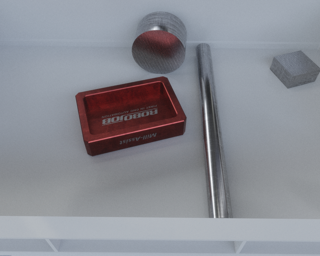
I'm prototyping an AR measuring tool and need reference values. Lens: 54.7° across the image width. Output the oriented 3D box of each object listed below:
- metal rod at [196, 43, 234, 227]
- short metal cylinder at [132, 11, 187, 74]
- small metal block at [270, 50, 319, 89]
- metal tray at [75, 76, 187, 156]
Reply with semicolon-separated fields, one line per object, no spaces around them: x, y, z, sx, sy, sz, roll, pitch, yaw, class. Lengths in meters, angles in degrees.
0.068;-0.016;0.419;0.025;0.025;0.300;1;50;1;metal rod
0.000;-0.131;0.479;0.080;0.080;0.050;5;50;3;short metal cylinder
0.211;-0.092;0.486;0.050;0.025;0.050;-15;52;-13;small metal block
-0.040;-0.019;0.417;0.131;0.030;0.090;-13;51;-11;metal tray
